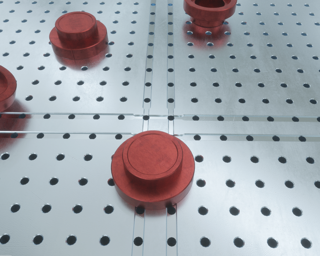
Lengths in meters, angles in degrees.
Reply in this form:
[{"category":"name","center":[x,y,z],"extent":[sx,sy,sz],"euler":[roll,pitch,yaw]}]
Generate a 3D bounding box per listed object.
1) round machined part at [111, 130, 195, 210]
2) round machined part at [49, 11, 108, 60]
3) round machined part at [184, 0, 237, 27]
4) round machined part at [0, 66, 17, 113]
[{"category":"round machined part","center":[-0.008,0.041,0.362],"extent":[0.099,0.042,0.098],"euler":[0,50,0]},{"category":"round machined part","center":[-0.141,-0.165,0.535],"extent":[0.099,0.042,0.098],"euler":[0,50,0]},{"category":"round machined part","center":[0.094,-0.228,0.589],"extent":[0.099,0.042,0.098],"euler":[0,50,0]},{"category":"round machined part","center":[-0.251,-0.050,0.422],"extent":[0.099,0.042,0.098],"euler":[18,39,-15]}]
